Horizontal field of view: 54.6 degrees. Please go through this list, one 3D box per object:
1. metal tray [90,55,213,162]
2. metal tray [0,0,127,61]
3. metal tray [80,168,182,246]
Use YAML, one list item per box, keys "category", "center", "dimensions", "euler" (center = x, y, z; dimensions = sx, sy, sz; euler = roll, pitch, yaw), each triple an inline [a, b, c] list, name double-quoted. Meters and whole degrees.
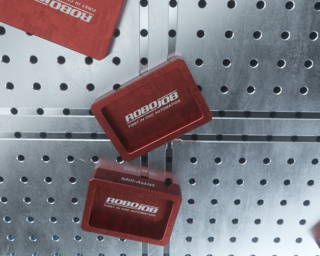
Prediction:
- category: "metal tray"
  center: [-0.010, -0.023, 0.401]
  dimensions: [0.130, 0.030, 0.090]
  euler: [-27, 108, 9]
- category: "metal tray"
  center: [-0.111, -0.144, 0.357]
  dimensions: [0.131, 0.030, 0.089]
  euler: [21, 109, -8]
- category: "metal tray"
  center: [-0.042, 0.117, 0.453]
  dimensions: [0.131, 0.030, 0.089]
  euler: [13, 110, -5]
